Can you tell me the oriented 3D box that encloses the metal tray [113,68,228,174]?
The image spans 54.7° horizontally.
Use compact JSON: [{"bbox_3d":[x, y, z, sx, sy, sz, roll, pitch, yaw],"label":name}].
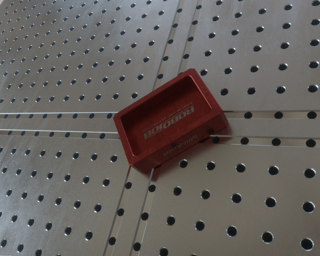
[{"bbox_3d":[0.010,-0.011,0.405,0.130,0.030,0.090,-31,52,8],"label":"metal tray"}]
